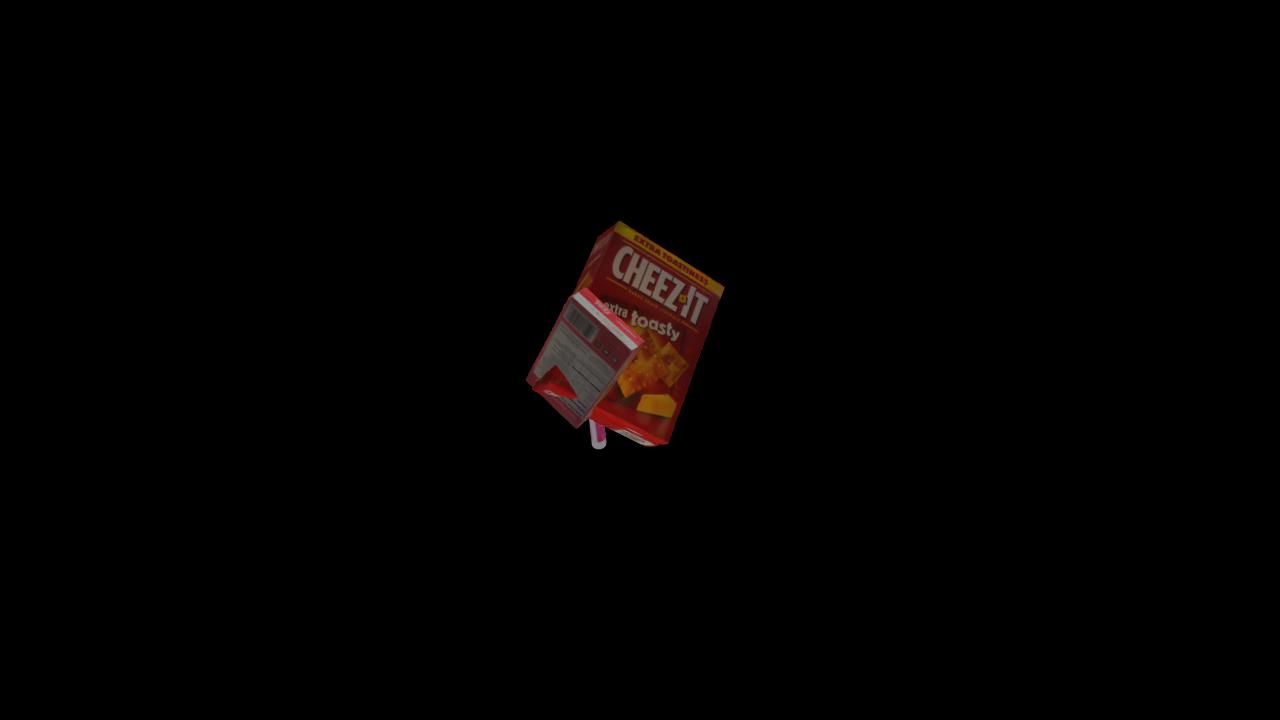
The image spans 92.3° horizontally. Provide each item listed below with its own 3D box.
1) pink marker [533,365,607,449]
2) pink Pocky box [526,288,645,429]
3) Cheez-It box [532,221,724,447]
[{"bbox_3d":[-0.052,0.064,0.730,0.020,0.020,0.121,0,-43,1],"label":"pink marker"},{"bbox_3d":[-0.063,0.002,0.654,0.029,0.084,0.155,-41,-9,-44],"label":"pink Pocky box"},{"bbox_3d":[-0.008,-0.029,0.742,0.166,0.223,0.071,30,-22,-21],"label":"Cheez-It box"}]
